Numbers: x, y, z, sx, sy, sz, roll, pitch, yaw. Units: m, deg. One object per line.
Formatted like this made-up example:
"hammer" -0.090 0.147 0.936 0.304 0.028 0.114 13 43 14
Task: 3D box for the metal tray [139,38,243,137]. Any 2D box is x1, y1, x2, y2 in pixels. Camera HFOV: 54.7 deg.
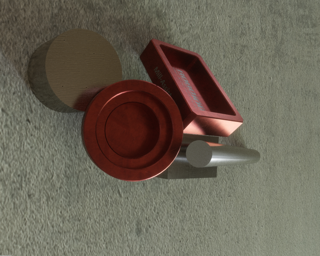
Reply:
"metal tray" 0.038 -0.050 0.387 0.091 0.030 0.130 6 47 -40

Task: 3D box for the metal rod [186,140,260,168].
"metal rod" 0.101 0.037 0.416 0.301 0.025 0.025 12 82 -64

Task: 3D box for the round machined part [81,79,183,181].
"round machined part" -0.030 0.002 0.314 0.099 0.042 0.097 0 89 -20

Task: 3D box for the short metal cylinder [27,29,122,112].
"short metal cylinder" -0.087 -0.056 0.318 0.081 0.050 0.079 0 90 -40

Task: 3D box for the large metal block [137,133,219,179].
"large metal block" 0.014 0.032 0.384 0.081 0.080 0.050 6 87 -40
